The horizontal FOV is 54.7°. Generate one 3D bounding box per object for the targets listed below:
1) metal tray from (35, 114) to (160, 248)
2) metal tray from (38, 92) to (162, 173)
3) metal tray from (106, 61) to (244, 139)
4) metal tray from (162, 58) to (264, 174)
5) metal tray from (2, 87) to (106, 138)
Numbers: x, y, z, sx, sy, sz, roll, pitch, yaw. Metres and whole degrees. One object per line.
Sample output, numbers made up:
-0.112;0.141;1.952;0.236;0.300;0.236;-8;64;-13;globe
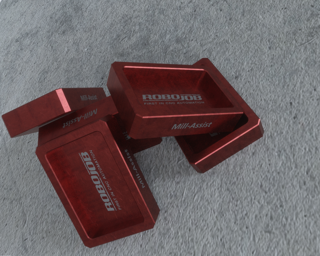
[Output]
-0.068;0.061;0.346;0.090;0.030;0.129;-23;98;15;metal tray
-0.074;0.010;0.395;0.130;0.090;0.030;-22;54;14;metal tray
0.017;-0.034;0.345;0.131;0.030;0.090;-4;46;-28;metal tray
0.053;-0.020;0.385;0.090;0.030;0.130;-33;52;6;metal tray
-0.136;-0.025;0.429;0.090;0.130;0.030;-22;92;15;metal tray
